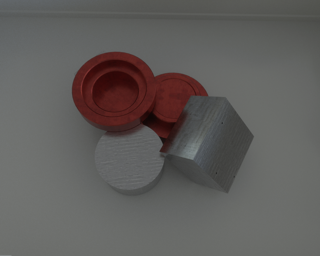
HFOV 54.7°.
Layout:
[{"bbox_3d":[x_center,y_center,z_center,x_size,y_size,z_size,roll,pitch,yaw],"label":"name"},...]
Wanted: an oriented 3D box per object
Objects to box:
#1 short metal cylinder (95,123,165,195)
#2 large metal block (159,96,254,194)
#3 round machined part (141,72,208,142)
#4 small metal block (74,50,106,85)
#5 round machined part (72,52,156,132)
[{"bbox_3d":[-0.035,0.039,0.380,0.081,0.050,0.080,0,70,0],"label":"short metal cylinder"},{"bbox_3d":[0.058,0.019,0.365,0.050,0.080,0.080,9,63,47],"label":"large metal block"},{"bbox_3d":[0.018,-0.031,0.409,0.099,0.042,0.098,0,70,-1],"label":"round machined part"},{"bbox_3d":[-0.082,-0.069,0.418,0.025,0.050,0.050,42,76,13],"label":"small metal block"},{"bbox_3d":[-0.054,-0.041,0.382,0.099,0.042,0.098,0,70,-1],"label":"round machined part"}]
